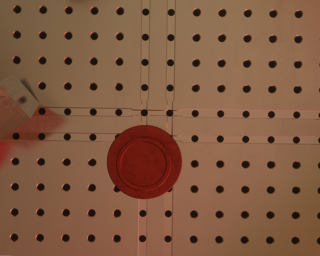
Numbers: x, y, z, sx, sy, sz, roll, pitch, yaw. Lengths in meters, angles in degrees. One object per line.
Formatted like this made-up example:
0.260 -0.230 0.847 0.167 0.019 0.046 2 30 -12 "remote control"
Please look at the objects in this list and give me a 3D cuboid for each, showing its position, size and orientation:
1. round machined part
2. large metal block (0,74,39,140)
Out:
-0.020 0.045 0.405 0.099 0.042 0.097 0 90 0 "round machined part"
-0.202 -0.017 0.377 0.080 0.080 0.050 -36 111 -1 "large metal block"
